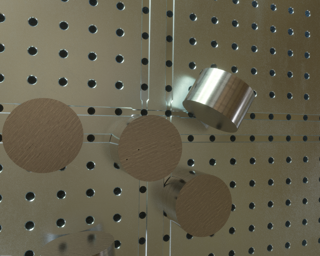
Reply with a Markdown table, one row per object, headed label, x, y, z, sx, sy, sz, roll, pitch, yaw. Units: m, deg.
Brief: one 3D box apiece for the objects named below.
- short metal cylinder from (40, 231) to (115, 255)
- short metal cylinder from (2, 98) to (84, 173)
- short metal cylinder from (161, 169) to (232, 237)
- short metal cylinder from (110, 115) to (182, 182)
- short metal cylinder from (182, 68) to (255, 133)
| label | x | y | z | sx | sy | sz | roll | pitch | yaw |
| --- | --- | --- | --- | --- | --- | --- | --- | --- | --- |
| short metal cylinder | -0.090 | 0.156 | 0.350 | 0.081 | 0.080 | 0.050 | -6 | 92 | -20 |
| short metal cylinder | -0.131 | 0.008 | 0.351 | 0.081 | 0.050 | 0.079 | 0 | 90 | -20 |
| short metal cylinder | 0.048 | 0.099 | 0.417 | 0.081 | 0.050 | 0.079 | 0 | 90 | -20 |
| short metal cylinder | -0.019 | 0.024 | 0.392 | 0.081 | 0.050 | 0.079 | 0 | 90 | -20 |
| short metal cylinder | 0.077 | -0.036 | 0.412 | 0.080 | 0.080 | 0.050 | 33 | 79 | -17 |
